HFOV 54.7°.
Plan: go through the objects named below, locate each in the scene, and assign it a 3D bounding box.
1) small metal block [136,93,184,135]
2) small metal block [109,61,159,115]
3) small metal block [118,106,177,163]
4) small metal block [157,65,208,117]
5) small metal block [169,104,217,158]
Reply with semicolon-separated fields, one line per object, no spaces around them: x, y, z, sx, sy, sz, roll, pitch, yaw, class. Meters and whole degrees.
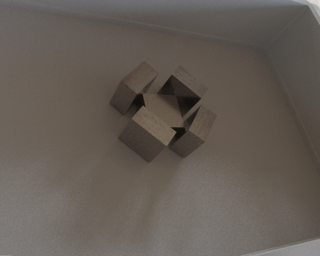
0.000;-0.017;0.413;0.050;0.025;0.050;1;61;-28;small metal block
-0.034;-0.051;0.400;0.025;0.050;0.050;41;52;0;small metal block
-0.016;0.009;0.373;0.050;0.050;0.025;39;52;-2;small metal block
0.030;-0.051;0.433;0.050;0.050;0.025;39;50;-3;small metal block
0.044;0.005;0.407;0.025;0.050;0.050;36;50;-6;small metal block
